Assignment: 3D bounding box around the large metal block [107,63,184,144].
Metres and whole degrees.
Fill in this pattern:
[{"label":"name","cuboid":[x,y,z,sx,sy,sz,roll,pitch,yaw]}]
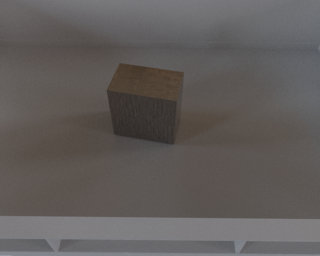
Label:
[{"label":"large metal block","cuboid":[-0.016,-0.029,0.391,0.080,0.080,0.050,9,51,7]}]
